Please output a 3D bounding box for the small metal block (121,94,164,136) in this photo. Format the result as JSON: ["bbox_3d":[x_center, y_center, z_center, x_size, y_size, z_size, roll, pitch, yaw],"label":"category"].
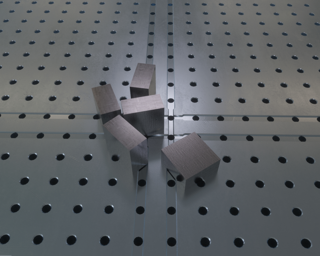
[{"bbox_3d":[-0.022,-0.014,0.403,0.050,0.050,0.025,-10,51,-9],"label":"small metal block"}]

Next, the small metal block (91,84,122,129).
[{"bbox_3d":[-0.068,-0.021,0.409,0.025,0.050,0.050,-16,52,-13],"label":"small metal block"}]

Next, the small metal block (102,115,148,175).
[{"bbox_3d":[-0.041,0.020,0.375,0.025,0.050,0.050,-36,59,-26],"label":"small metal block"}]

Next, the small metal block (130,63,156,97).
[{"bbox_3d":[-0.023,-0.055,0.438,0.025,0.050,0.050,7,51,6],"label":"small metal block"}]

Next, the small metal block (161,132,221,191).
[{"bbox_3d":[0.036,0.039,0.375,0.050,0.025,0.050,-27,55,-21],"label":"small metal block"}]
